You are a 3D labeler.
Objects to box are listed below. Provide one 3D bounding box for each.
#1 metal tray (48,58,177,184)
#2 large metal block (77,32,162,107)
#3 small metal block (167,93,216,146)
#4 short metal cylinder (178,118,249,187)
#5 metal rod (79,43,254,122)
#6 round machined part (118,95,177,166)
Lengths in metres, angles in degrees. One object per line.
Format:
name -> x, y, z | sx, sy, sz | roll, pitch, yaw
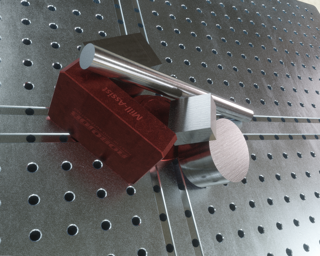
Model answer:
metal tray -> -0.056, -0.003, 0.338 | 0.130, 0.090, 0.030 | 40, 51, -2
large metal block -> -0.057, -0.066, 0.381 | 0.081, 0.080, 0.050 | -23, 75, -37
small metal block -> 0.038, -0.010, 0.364 | 0.025, 0.050, 0.050 | 57, 32, -47
short metal cylinder -> 0.069, 0.033, 0.396 | 0.081, 0.050, 0.080 | 17, 64, -39
metal rod -> 0.036, -0.044, 0.395 | 0.302, 0.025, 0.025 | 12, 54, -45
round machined part -> -0.005, -0.003, 0.401 | 0.099, 0.042, 0.098 | 14, 56, -21
